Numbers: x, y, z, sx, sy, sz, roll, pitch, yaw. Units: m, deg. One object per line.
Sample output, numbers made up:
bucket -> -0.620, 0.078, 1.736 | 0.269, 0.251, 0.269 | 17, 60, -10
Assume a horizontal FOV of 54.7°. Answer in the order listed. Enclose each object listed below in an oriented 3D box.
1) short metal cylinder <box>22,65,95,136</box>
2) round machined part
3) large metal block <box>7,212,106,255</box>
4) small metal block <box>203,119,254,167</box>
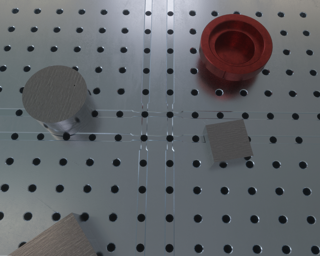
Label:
short metal cylinder -> -0.131, -0.035, 0.410 | 0.081, 0.050, 0.080 | 0, 70, 0
round machined part -> 0.105, -0.110, 0.443 | 0.099, 0.042, 0.098 | 0, 70, 0
large metal block -> -0.106, 0.153, 0.342 | 0.080, 0.050, 0.080 | -33, 74, -11
small metal block -> 0.088, 0.020, 0.405 | 0.050, 0.025, 0.050 | -9, 70, -4
